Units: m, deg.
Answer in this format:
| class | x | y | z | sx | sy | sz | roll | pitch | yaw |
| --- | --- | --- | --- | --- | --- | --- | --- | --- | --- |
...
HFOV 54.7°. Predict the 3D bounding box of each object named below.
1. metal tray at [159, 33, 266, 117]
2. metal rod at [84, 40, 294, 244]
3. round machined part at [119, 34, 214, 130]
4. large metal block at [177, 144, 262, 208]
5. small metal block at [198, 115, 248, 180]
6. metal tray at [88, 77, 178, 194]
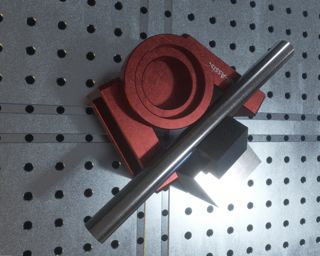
| class | x | y | z | sx | sy | sz | roll | pitch | yaw |
| --- | --- | --- | --- | --- | --- | --- | --- | --- | --- |
| metal tray | 0.058 | -0.061 | 0.400 | 0.130 | 0.090 | 0.030 | 33 | 80 | -18 |
| metal rod | 0.044 | 0.003 | 0.334 | 0.301 | 0.025 | 0.025 | -42 | 104 | -15 |
| round machined part | 0.005 | -0.047 | 0.333 | 0.099 | 0.042 | 0.097 | 0 | 90 | -21 |
| large metal block | 0.069 | 0.049 | 0.407 | 0.080 | 0.080 | 0.050 | -43 | 104 | -15 |
| small metal block | 0.070 | 0.023 | 0.339 | 0.025 | 0.050 | 0.050 | 37 | 73 | 29 |
| metal tray | -0.035 | 0.008 | 0.366 | 0.030 | 0.090 | 0.129 | -31 | 101 | -18 |
